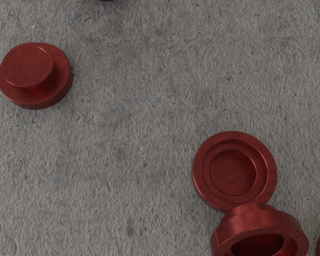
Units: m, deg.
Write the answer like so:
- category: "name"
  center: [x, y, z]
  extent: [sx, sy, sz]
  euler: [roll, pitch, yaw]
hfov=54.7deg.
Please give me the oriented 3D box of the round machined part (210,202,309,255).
- category: "round machined part"
  center: [0.103, 0.119, 0.336]
  extent: [0.099, 0.097, 0.042]
  euler: [-3, 36, -1]

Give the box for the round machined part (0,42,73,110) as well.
- category: "round machined part"
  center: [-0.174, -0.078, 0.426]
  extent: [0.099, 0.042, 0.098]
  euler: [0, 70, 0]

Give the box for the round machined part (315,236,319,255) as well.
- category: "round machined part"
  center: [0.222, 0.150, 0.345]
  extent: [0.099, 0.042, 0.098]
  euler: [0, 70, 0]

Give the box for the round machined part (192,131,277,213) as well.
- category: "round machined part"
  center: [0.087, 0.056, 0.379]
  extent: [0.099, 0.042, 0.098]
  euler: [0, 70, 0]
